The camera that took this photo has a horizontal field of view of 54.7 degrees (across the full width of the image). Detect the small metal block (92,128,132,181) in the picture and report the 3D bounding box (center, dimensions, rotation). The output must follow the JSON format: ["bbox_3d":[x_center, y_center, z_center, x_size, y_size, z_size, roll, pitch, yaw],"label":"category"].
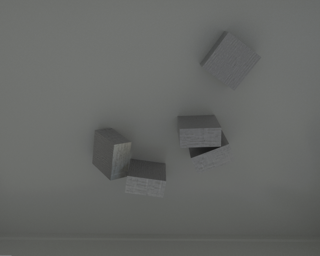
[{"bbox_3d":[-0.064,0.033,0.407,0.025,0.050,0.050,-8,116,-38],"label":"small metal block"}]

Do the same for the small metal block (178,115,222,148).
[{"bbox_3d":[0.049,0.003,0.399,0.050,0.050,0.025,-2,110,0],"label":"small metal block"}]

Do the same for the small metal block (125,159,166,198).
[{"bbox_3d":[-0.019,0.067,0.422,0.050,0.050,0.025,8,110,-3],"label":"small metal block"}]

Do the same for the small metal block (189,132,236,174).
[{"bbox_3d":[0.067,0.031,0.410,0.050,0.050,0.025,-21,109,7],"label":"small metal block"}]

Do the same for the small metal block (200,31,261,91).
[{"bbox_3d":[0.086,-0.083,0.381,0.050,0.025,0.050,33,107,-12],"label":"small metal block"}]
